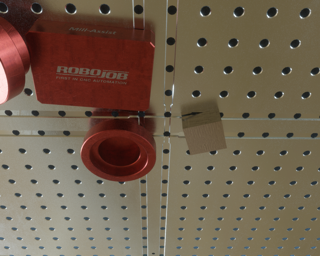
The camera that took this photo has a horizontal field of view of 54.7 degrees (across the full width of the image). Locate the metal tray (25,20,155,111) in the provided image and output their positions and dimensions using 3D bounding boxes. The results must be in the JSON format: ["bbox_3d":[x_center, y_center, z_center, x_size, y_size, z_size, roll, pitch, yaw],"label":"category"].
[{"bbox_3d":[-0.074,-0.067,0.350,0.131,0.030,0.089,4,130,-4],"label":"metal tray"}]

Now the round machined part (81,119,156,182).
[{"bbox_3d":[-0.054,0.026,0.422,0.099,0.042,0.097,-1,130,0],"label":"round machined part"}]

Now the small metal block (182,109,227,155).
[{"bbox_3d":[0.060,0.006,0.418,0.050,0.025,0.050,-12,129,9],"label":"small metal block"}]

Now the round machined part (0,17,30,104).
[{"bbox_3d":[-0.174,-0.076,0.316,0.098,0.042,0.097,18,131,22],"label":"round machined part"}]
